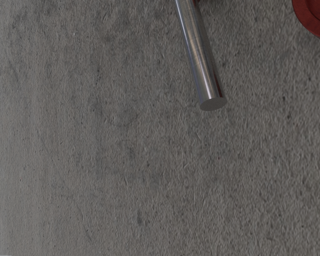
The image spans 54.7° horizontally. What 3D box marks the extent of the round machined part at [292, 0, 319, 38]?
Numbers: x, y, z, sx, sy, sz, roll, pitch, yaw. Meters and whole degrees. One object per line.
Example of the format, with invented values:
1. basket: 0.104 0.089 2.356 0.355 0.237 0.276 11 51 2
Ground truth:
1. round machined part: 0.166 -0.117 0.257 0.098 0.042 0.097 0 90 40

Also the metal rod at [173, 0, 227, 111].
1. metal rod: 0.024 -0.155 0.344 0.025 0.025 0.299 -30 59 36

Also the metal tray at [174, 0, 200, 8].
1. metal tray: 0.022 -0.220 0.362 0.090 0.030 0.130 -41 80 32
